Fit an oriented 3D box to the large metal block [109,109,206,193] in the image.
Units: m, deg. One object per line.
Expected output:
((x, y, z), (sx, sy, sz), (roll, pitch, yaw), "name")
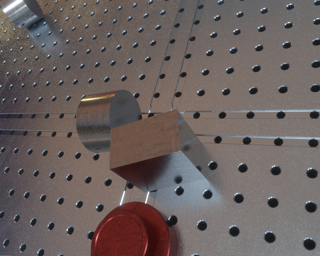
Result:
((-0.001, 0.030, 0.355), (0.080, 0.080, 0.050), (-16, 55, 19), "large metal block")

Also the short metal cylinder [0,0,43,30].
((-0.314, -0.273, 0.706), (0.050, 0.080, 0.080), (-29, 52, 10), "short metal cylinder")

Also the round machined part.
((-0.035, 0.128, 0.337), (0.098, 0.042, 0.098), (-13, 56, 21), "round machined part")

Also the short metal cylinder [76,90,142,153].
((-0.065, -0.008, 0.412), (0.050, 0.080, 0.080), (-5, 59, 26), "short metal cylinder")
